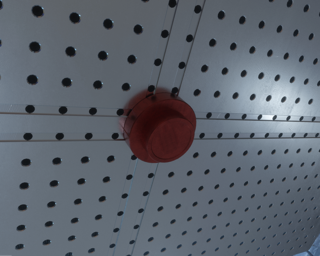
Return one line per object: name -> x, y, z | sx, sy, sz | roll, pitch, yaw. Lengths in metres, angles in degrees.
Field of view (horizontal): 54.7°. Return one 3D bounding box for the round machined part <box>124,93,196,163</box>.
round machined part -> 0.006, 0.007, 0.409 | 0.099, 0.042, 0.097 | -14, 125, -21
